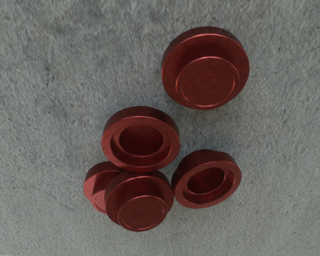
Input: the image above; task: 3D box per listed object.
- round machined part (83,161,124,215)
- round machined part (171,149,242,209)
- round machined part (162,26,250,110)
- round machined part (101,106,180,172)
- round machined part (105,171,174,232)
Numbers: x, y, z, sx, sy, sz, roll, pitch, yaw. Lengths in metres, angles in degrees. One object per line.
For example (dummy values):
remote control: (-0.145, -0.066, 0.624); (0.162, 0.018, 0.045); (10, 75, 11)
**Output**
round machined part: (-0.069, 0.099, 0.480); (0.099, 0.042, 0.097); (0, 130, 0)
round machined part: (0.063, 0.069, 0.447); (0.099, 0.042, 0.097); (-9, 130, -11)
round machined part: (0.051, -0.059, 0.347); (0.099, 0.042, 0.097); (-1, 130, 0)
round machined part: (-0.024, 0.010, 0.404); (0.099, 0.042, 0.097); (-1, 130, 0)
round machined part: (-0.027, 0.107, 0.436); (0.099, 0.042, 0.097); (-7, 122, -11)
